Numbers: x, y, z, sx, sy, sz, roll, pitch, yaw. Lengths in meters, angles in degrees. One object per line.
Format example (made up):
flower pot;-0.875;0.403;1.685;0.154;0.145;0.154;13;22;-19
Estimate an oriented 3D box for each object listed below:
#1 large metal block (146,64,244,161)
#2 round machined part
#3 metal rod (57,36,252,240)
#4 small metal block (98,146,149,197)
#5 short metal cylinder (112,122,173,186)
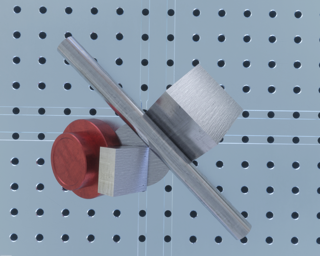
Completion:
large metal block;0.043;-0.020;0.376;0.080;0.050;0.080;46;47;0
round machined part;-0.095;0.038;0.375;0.098;0.042;0.097;3;95;38
metal rod;-0.006;0.012;0.359;0.025;0.025;0.300;-43;90;0
small metal block;-0.040;0.046;0.345;0.025;0.050;0.050;3;91;40
short metal cylinder;-0.024;0.031;0.397;0.081;0.050;0.079;0;90;0
